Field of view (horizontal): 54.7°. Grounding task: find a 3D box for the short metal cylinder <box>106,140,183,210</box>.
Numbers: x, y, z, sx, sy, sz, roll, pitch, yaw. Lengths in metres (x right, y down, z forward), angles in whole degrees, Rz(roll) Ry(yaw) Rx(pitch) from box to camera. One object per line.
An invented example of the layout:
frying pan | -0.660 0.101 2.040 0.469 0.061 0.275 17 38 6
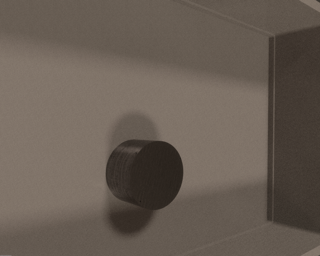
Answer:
short metal cylinder | -0.018 0.055 0.377 0.081 0.050 0.079 0 90 -40
